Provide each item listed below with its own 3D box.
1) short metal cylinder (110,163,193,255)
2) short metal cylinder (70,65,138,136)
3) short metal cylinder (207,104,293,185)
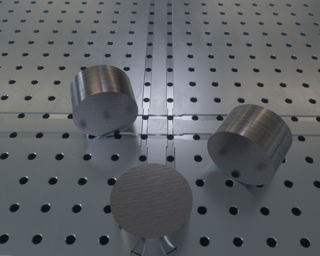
[{"bbox_3d":[-0.008,0.084,0.321,0.081,0.050,0.080,0,50,0],"label":"short metal cylinder"},{"bbox_3d":[-0.073,-0.034,0.400,0.081,0.080,0.050,-11,51,-9],"label":"short metal cylinder"},{"bbox_3d":[0.102,0.020,0.356,0.080,0.080,0.050,29,56,22],"label":"short metal cylinder"}]
